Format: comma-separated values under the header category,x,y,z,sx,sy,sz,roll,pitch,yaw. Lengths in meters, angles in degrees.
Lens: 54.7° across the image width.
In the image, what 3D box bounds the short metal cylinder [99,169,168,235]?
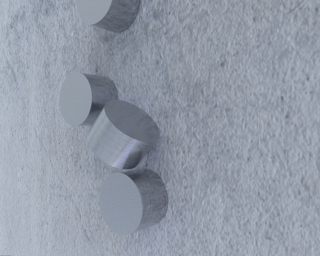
category,x,y,z,sx,sy,sz,roll,pitch,yaw
short metal cylinder,-0.036,0.097,0.416,0.080,0.050,0.079,0,90,39

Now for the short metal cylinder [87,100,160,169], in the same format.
category,x,y,z,sx,sy,sz,roll,pitch,yaw
short metal cylinder,-0.048,0.008,0.407,0.080,0.081,0.050,51,120,27

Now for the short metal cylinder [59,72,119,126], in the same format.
category,x,y,z,sx,sy,sz,roll,pitch,yaw
short metal cylinder,-0.110,-0.043,0.477,0.080,0.050,0.079,0,90,39

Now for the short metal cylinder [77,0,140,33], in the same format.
category,x,y,z,sx,sy,sz,roll,pitch,yaw
short metal cylinder,-0.075,-0.184,0.448,0.080,0.050,0.079,0,90,39
